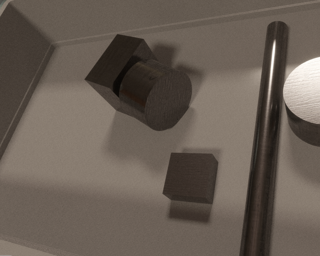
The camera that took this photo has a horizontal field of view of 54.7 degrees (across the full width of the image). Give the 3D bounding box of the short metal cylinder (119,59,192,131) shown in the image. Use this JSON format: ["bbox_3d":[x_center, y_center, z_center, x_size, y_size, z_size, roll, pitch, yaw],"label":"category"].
[{"bbox_3d":[-0.005,-0.043,0.398,0.050,0.080,0.080,32,80,38],"label":"short metal cylinder"}]

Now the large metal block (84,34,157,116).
[{"bbox_3d":[-0.044,-0.071,0.435,0.050,0.080,0.080,22,73,36],"label":"large metal block"}]

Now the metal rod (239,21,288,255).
[{"bbox_3d":[0.118,0.001,0.342,0.025,0.025,0.300,1,62,28],"label":"metal rod"}]

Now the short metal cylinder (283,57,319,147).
[{"bbox_3d":[0.171,-0.026,0.316,0.080,0.050,0.080,-13,56,20],"label":"short metal cylinder"}]

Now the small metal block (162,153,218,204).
[{"bbox_3d":[0.035,0.056,0.352,0.050,0.025,0.050,-1,61,27],"label":"small metal block"}]
